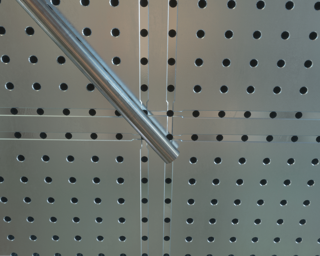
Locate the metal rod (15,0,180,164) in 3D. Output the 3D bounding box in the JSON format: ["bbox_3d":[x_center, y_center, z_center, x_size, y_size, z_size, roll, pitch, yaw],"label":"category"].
[{"bbox_3d":[-0.079,-0.067,0.387,0.025,0.025,0.300,-38,106,13],"label":"metal rod"}]
